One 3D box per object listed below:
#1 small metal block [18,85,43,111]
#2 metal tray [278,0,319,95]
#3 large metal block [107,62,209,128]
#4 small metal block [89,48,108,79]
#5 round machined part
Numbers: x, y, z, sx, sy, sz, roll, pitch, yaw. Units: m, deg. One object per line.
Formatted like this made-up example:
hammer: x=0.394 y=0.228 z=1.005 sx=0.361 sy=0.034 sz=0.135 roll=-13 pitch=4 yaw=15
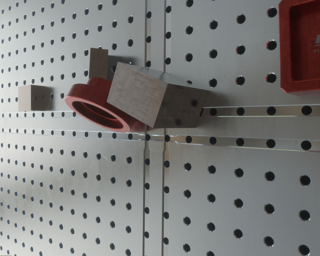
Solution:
small metal block: x=-0.259 y=-0.058 z=0.619 sx=0.050 sy=0.025 sz=0.050 roll=0 pitch=90 yaw=39
metal tray: x=0.172 y=-0.079 z=0.263 sx=0.130 sy=0.030 sz=0.089 roll=-2 pitch=89 yaw=39
large metal block: x=-0.002 y=-0.039 z=0.374 sx=0.080 sy=0.081 sz=0.050 roll=29 pitch=108 yaw=36
small metal block: x=-0.094 y=-0.091 z=0.468 sx=0.050 sy=0.025 sz=0.050 roll=-163 pitch=77 yaw=-76
round machined part: x=-0.078 y=-0.035 z=0.432 sx=0.098 sy=0.098 sz=0.042 roll=8 pitch=66 yaw=39
